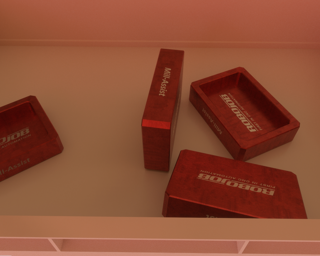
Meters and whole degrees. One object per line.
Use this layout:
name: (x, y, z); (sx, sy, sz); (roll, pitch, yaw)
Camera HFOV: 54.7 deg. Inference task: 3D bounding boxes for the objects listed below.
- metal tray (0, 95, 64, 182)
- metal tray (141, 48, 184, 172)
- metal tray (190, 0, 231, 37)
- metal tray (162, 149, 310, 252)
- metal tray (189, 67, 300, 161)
metal tray: (-0.200, 0.019, 0.384); (0.131, 0.030, 0.090); (-27, 55, -21)
metal tray: (0.006, -0.024, 0.382); (0.030, 0.090, 0.130); (7, 50, 6)
metal tray: (0.099, -0.239, 0.566); (0.030, 0.090, 0.130); (23, 54, 18)
metal tray: (0.076, 0.069, 0.323); (0.131, 0.030, 0.090); (12, 28, 9)
metal tray: (0.109, -0.024, 0.422); (0.091, 0.030, 0.130); (-20, 53, -16)
